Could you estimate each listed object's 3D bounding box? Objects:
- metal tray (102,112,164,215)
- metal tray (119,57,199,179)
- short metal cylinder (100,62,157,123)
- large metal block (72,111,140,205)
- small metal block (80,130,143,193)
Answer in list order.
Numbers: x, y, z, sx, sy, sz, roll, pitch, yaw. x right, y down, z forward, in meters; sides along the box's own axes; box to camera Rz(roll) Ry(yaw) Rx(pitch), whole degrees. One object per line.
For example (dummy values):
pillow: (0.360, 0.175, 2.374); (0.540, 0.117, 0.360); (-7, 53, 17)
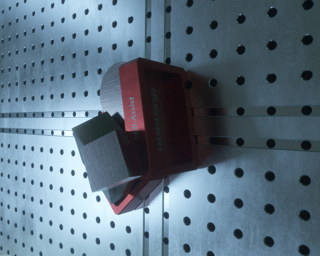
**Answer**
metal tray: (-0.061, 0.047, 0.452); (0.090, 0.030, 0.130); (-50, 61, 28)
metal tray: (0.001, -0.010, 0.364); (0.030, 0.091, 0.129); (-12, 83, 39)
short metal cylinder: (-0.036, -0.046, 0.420); (0.080, 0.050, 0.079); (0, 90, 39)
large metal block: (-0.066, 0.039, 0.405); (0.080, 0.050, 0.080); (47, 153, 29)
small metal block: (-0.052, 0.035, 0.327); (0.050, 0.025, 0.050); (-25, 74, 25)
